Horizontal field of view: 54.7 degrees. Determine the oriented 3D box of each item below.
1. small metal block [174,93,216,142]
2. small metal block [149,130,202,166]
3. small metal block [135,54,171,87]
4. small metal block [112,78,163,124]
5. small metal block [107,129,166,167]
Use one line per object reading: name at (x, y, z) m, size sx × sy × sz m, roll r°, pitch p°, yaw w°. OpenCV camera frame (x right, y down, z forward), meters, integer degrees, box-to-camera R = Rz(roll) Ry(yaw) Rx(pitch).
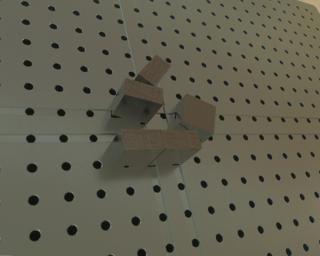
small metal block at (0.051, -0.015, 0.447) m, size 0.050 × 0.025 × 0.050 m, roll 22°, pitch 53°, yaw -15°
small metal block at (0.016, 0.025, 0.387) m, size 0.050 × 0.050 × 0.025 m, roll 0°, pitch 62°, yaw -29°
small metal block at (-0.016, -0.065, 0.424) m, size 0.025 × 0.050 × 0.050 m, roll 37°, pitch 51°, yaw -3°
small metal block at (-0.029, -0.033, 0.398) m, size 0.050 × 0.050 × 0.025 m, roll 13°, pitch 57°, yaw -21°
small metal block at (-0.029, 0.024, 0.363) m, size 0.050 × 0.050 × 0.025 m, roll 0°, pitch 62°, yaw -28°
